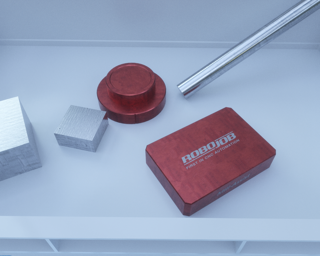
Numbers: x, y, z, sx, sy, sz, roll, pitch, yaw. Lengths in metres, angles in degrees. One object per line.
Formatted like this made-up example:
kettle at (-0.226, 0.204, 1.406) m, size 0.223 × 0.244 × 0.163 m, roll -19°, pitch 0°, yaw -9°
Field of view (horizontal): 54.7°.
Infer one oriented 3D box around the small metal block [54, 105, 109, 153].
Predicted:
small metal block at (-0.101, 0.000, 0.404) m, size 0.050 × 0.025 × 0.050 m, roll 11°, pitch 51°, yaw 8°

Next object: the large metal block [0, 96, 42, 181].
large metal block at (-0.198, 0.017, 0.372) m, size 0.081 × 0.050 × 0.080 m, roll -19°, pitch 53°, yaw -16°

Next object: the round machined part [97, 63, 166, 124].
round machined part at (-0.040, -0.056, 0.440) m, size 0.099 × 0.042 × 0.098 m, roll 0°, pitch 50°, yaw 0°

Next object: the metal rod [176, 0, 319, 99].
metal rod at (0.155, -0.136, 0.445) m, size 0.301 × 0.025 × 0.025 m, roll -34°, pitch 55°, yaw 3°

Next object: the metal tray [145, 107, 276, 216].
metal tray at (0.060, 0.035, 0.374) m, size 0.131 × 0.030 × 0.090 m, roll -25°, pitch 55°, yaw -20°
